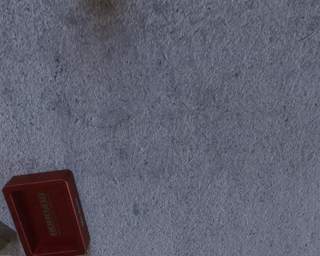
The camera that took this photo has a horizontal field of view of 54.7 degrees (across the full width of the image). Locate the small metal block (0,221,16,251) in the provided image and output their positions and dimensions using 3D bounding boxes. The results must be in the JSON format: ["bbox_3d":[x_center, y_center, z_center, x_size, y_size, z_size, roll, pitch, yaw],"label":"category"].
[{"bbox_3d":[-0.258,0.166,0.468,0.050,0.025,0.050,-43,105,14],"label":"small metal block"}]

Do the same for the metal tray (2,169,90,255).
[{"bbox_3d":[-0.162,0.129,0.452,0.091,0.030,0.129,-8,110,2],"label":"metal tray"}]
